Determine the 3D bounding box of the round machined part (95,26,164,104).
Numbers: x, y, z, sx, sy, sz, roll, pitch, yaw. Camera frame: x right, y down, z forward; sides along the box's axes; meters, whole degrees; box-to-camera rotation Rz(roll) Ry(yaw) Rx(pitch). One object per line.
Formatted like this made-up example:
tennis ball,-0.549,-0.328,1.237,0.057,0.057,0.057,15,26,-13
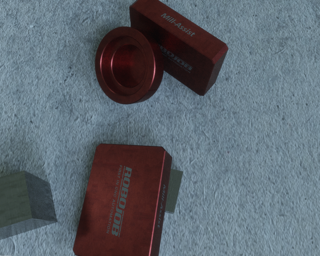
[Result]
round machined part,-0.036,-0.082,0.411,0.098,0.042,0.097,7,103,32

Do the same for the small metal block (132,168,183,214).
small metal block,-0.002,0.074,0.381,0.050,0.025,0.050,13,70,4

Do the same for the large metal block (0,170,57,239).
large metal block,-0.171,0.090,0.344,0.081,0.080,0.050,-16,71,-6

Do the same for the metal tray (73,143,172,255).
metal tray,-0.041,0.085,0.360,0.090,0.030,0.130,2,69,19

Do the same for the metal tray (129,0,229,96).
metal tray,0.020,-0.108,0.412,0.130,0.090,0.030,37,72,12
